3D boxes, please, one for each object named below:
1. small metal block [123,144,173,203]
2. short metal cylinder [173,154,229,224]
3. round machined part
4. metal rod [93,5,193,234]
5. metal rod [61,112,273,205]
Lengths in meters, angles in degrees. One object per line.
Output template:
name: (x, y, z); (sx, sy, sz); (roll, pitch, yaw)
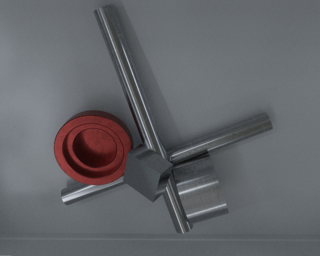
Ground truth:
small metal block: (-0.016, 0.056, 0.386); (0.050, 0.025, 0.050); (31, 129, 23)
short metal cylinder: (0.054, 0.081, 0.411); (0.050, 0.080, 0.080); (-19, 109, 6)
round machined part: (-0.084, 0.023, 0.408); (0.099, 0.042, 0.097); (0, 110, -1)
metal rod: (-0.016, -0.001, 0.390); (0.025, 0.025, 0.298); (-18, 102, 6)
metal rod: (0.004, 0.045, 0.426); (0.301, 0.025, 0.025); (-21, 109, 7)
